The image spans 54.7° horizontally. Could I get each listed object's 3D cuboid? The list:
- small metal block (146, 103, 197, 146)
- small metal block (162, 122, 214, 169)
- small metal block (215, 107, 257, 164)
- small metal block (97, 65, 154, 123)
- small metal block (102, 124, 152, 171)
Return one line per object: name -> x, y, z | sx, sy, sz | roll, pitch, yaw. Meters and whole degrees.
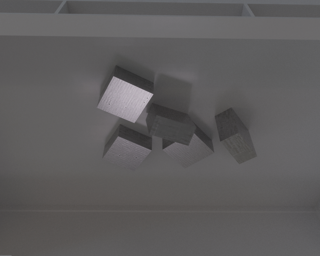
small metal block -> 0.012, -0.006, 0.384 | 0.050, 0.050, 0.025 | 17, 108, -14
small metal block -> 0.039, 0.023, 0.429 | 0.050, 0.025, 0.050 | -32, 124, 24
small metal block -> 0.098, 0.010, 0.402 | 0.025, 0.050, 0.050 | -29, 124, 22
small metal block -> -0.042, -0.040, 0.375 | 0.050, 0.025, 0.050 | 23, 126, -19
small metal block -> -0.046, 0.029, 0.433 | 0.050, 0.025, 0.050 | 25, 126, -20
